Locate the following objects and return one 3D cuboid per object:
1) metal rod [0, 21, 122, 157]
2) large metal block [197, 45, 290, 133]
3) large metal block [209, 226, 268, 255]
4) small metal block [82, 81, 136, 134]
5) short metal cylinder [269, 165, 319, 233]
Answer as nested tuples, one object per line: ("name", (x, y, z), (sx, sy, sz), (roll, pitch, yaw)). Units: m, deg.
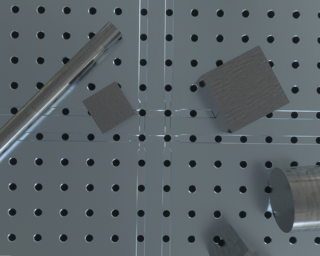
("metal rod", (-0.165, -0.026, 0.411), (0.300, 0.025, 0.025), (-45, 91, -1))
("large metal block", (0.104, -0.048, 0.402), (0.080, 0.050, 0.080), (-28, 90, 0))
("large metal block", (0.115, 0.181, 0.388), (0.080, 0.080, 0.050), (39, 90, -1))
("small metal block", (-0.066, -0.027, 0.413), (0.050, 0.025, 0.050), (-32, 90, -1))
("short metal cylinder", (0.176, 0.088, 0.388), (0.050, 0.080, 0.079), (-4, 90, 0))
